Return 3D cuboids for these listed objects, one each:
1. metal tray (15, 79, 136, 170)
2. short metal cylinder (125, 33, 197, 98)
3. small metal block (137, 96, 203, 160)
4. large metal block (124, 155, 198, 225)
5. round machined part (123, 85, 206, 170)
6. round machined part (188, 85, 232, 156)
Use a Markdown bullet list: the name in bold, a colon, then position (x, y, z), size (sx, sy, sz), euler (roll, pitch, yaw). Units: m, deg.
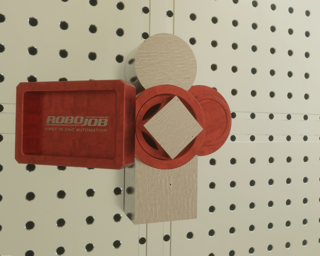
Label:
- **metal tray**: position (-0.093, -0.005, 0.337), size (0.130, 0.030, 0.089), euler (1, 90, 17)
- **short metal cylinder**: position (0.000, -0.075, 0.399), size (0.081, 0.050, 0.080), euler (0, 90, -20)
- **small metal block**: position (0.012, -0.001, 0.351), size (0.050, 0.025, 0.050), euler (-43, 104, -15)
- **large metal block**: position (0.000, 0.073, 0.396), size (0.081, 0.050, 0.080), euler (1, 90, -20)
- **round machined part**: position (0.002, -0.001, 0.373), size (0.099, 0.042, 0.097), euler (0, 90, -20)
- **round machined part**: position (0.056, -0.010, 0.423), size (0.099, 0.042, 0.097), euler (0, 90, -20)
